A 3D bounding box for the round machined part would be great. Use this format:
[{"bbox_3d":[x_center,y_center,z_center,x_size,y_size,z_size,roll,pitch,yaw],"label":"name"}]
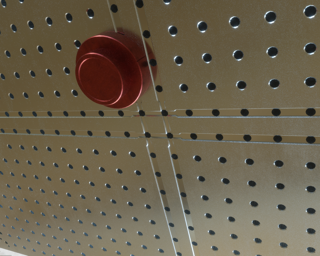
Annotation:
[{"bbox_3d":[-0.066,-0.068,0.392,0.098,0.042,0.097,13,124,20],"label":"round machined part"}]
